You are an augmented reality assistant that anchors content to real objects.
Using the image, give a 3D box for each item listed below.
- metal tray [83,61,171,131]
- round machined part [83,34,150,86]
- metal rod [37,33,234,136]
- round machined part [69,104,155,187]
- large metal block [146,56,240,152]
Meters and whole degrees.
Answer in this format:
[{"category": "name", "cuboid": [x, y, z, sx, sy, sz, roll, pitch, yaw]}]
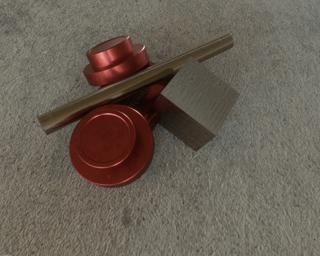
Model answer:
[{"category": "metal tray", "cuboid": [-0.036, -0.044, 0.438, 0.090, 0.030, 0.130, 19, 53, 15]}, {"category": "round machined part", "cuboid": [-0.068, -0.103, 0.454, 0.098, 0.042, 0.098, -18, 28, 10]}, {"category": "metal rod", "cuboid": [-0.017, -0.069, 0.424, 0.302, 0.025, 0.025, -28, 56, -22]}, {"category": "round machined part", "cuboid": [-0.057, 0.017, 0.356, 0.099, 0.042, 0.098, -2, 70, 6]}, {"category": "large metal block", "cuboid": [0.043, -0.031, 0.396, 0.080, 0.050, 0.080, 37, 55, -2]}]
